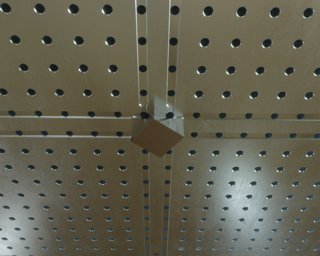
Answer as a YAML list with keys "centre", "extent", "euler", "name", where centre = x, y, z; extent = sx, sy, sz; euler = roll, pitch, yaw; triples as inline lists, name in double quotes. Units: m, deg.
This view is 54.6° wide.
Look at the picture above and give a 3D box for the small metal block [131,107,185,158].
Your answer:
- centre: [-0.003, 0.007, 0.417]
  extent: [0.050, 0.025, 0.050]
  euler: [31, 124, -24]
  name: "small metal block"
